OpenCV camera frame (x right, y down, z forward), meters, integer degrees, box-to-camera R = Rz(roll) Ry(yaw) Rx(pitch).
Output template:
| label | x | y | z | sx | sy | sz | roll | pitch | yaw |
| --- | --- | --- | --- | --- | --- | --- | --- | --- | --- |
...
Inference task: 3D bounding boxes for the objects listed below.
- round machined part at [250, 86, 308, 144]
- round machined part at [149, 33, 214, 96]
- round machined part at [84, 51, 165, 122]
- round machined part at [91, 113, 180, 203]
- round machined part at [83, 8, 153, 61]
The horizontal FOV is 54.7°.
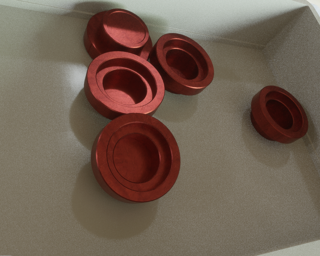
| label | x | y | z | sx | sy | sz | roll | pitch | yaw |
| --- | --- | --- | --- | --- | --- | --- | --- | --- | --- |
| round machined part | 0.189 | -0.018 | 0.507 | 0.099 | 0.042 | 0.098 | 14 | 56 | -21 |
| round machined part | 0.028 | -0.090 | 0.462 | 0.099 | 0.042 | 0.098 | 15 | 57 | -24 |
| round machined part | -0.047 | -0.047 | 0.395 | 0.099 | 0.042 | 0.098 | 11 | 56 | -17 |
| round machined part | -0.030 | 0.035 | 0.349 | 0.099 | 0.042 | 0.098 | 9 | 70 | -26 |
| round machined part | -0.055 | -0.129 | 0.441 | 0.099 | 0.042 | 0.098 | 13 | 59 | -22 |
